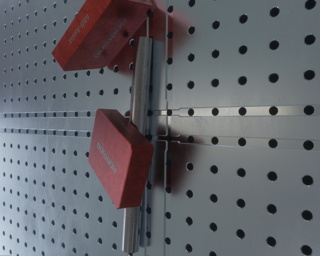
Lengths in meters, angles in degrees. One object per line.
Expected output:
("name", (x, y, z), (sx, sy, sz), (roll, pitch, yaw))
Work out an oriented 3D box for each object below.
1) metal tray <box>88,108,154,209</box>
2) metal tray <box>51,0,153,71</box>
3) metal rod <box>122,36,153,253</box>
("metal tray", (-0.059, 0.037, 0.425), (0.130, 0.030, 0.089), (40, 122, 52))
("metal tray", (-0.080, -0.135, 0.429), (0.129, 0.091, 0.030), (-42, 80, 32))
("metal rod", (-0.032, 0.025, 0.436), (0.025, 0.025, 0.298), (6, 94, 40))
